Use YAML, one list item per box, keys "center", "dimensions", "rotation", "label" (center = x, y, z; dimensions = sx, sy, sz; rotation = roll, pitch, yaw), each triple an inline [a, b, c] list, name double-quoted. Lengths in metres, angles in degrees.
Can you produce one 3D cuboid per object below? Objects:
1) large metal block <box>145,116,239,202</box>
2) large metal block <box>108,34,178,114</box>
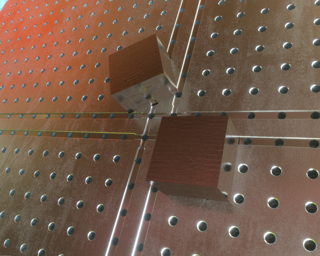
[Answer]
- center: [0.039, 0.033, 0.352]
  dimensions: [0.080, 0.050, 0.080]
  rotation: [0, 62, 28]
  label: "large metal block"
- center: [-0.026, -0.079, 0.456]
  dimensions: [0.080, 0.050, 0.080]
  rotation: [-21, 54, 16]
  label: "large metal block"
